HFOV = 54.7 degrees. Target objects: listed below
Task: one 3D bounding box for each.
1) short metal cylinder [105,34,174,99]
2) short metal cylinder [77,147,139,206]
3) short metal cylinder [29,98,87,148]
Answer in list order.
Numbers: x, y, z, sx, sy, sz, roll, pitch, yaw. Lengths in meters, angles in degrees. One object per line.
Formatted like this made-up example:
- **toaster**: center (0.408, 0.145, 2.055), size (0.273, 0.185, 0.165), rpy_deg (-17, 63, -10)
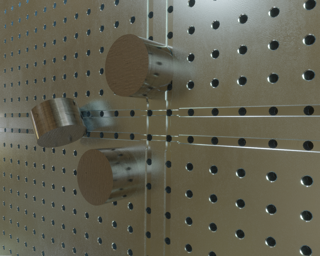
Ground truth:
- **short metal cylinder**: center (-0.028, -0.080, 0.416), size (0.080, 0.050, 0.079), rpy_deg (0, 90, 40)
- **short metal cylinder**: center (-0.077, 0.069, 0.457), size (0.080, 0.050, 0.079), rpy_deg (0, 90, 40)
- **short metal cylinder**: center (-0.167, -0.008, 0.512), size (0.080, 0.081, 0.050), rpy_deg (-36, 68, 34)
